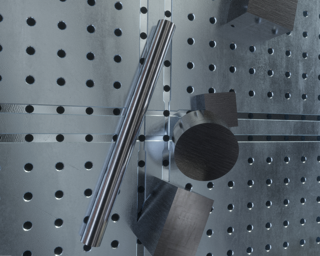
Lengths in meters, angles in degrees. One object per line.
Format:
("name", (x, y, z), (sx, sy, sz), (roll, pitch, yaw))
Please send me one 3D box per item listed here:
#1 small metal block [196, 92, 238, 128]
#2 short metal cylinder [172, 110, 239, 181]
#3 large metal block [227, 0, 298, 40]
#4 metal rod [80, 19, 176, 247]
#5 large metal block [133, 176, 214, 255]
("small metal block", (0.082, -0.025, 0.444), (0.050, 0.025, 0.050), (-6, 92, -20))
("short metal cylinder", (0.057, 0.022, 0.405), (0.081, 0.050, 0.079), (-1, 111, -2))
("large metal block", (0.153, -0.187, 0.457), (0.081, 0.050, 0.080), (13, 86, -20))
("metal rod", (-0.038, 0.001, 0.399), (0.025, 0.025, 0.299), (21, 83, -19))
("large metal block", (0.014, 0.113, 0.390), (0.050, 0.080, 0.080), (24, 82, -19))
